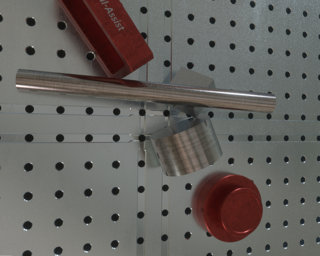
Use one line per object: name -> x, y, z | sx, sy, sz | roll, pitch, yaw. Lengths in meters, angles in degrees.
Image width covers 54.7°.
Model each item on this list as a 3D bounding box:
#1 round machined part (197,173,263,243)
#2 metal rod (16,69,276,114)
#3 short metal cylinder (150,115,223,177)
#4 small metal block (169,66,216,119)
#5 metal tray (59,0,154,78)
round machined part -> 0.107, 0.116, 0.445 | 0.099, 0.042, 0.097 | 0, 90, -20
metal rod -> -0.011, -0.043, 0.370 | 0.302, 0.025, 0.025 | 5, 89, -6
short metal cylinder -> 0.033, 0.021, 0.397 | 0.081, 0.080, 0.050 | -24, 99, -19
small metal block -> 0.039, -0.048, 0.413 | 0.050, 0.025, 0.050 | 28, 76, 27
metal tray -> -0.067, -0.120, 0.353 | 0.030, 0.090, 0.130 | -37, 102, -16
